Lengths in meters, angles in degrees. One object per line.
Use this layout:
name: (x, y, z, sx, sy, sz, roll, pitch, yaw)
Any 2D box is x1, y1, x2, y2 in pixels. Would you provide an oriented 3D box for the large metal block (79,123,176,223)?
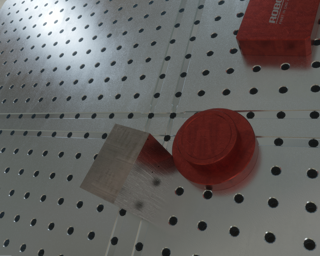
large metal block: (-0.031, 0.053, 0.357, 0.050, 0.080, 0.080, 15, 70, 34)

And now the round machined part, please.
round machined part: (0.059, 0.018, 0.355, 0.098, 0.042, 0.098, -13, 56, 21)

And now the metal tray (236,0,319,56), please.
metal tray: (0.165, -0.158, 0.415, 0.090, 0.030, 0.130, 10, 66, 32)
